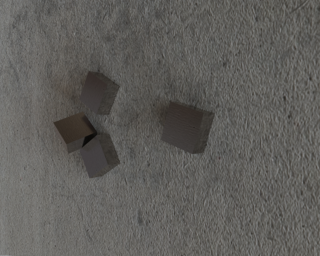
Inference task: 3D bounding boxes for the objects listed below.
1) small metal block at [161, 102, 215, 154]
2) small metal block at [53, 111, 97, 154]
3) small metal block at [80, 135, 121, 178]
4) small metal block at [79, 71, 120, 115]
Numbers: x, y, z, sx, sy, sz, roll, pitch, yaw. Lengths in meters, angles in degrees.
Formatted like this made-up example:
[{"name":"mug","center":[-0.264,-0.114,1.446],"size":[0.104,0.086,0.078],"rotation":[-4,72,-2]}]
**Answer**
[{"name":"small metal block","center":[0.033,-0.001,0.378],"size":[0.050,0.025,0.050],"rotation":[23,104,37]},{"name":"small metal block","center":[-0.135,0.007,0.496],"size":[0.050,0.050,0.025],"rotation":[50,150,29]},{"name":"small metal block","center":[-0.094,0.044,0.483],"size":[0.050,0.025,0.050],"rotation":[-36,68,34]},{"name":"small metal block","center":[-0.095,-0.055,0.484],"size":[0.050,0.025,0.050],"rotation":[37,113,33]}]
